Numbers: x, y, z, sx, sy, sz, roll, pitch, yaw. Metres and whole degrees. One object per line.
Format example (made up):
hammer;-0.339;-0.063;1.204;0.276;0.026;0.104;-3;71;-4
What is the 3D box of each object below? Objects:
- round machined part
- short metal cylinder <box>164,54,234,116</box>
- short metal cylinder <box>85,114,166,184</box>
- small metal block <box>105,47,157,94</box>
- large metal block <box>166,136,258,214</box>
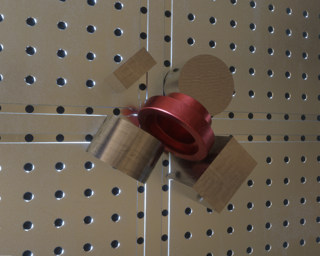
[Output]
round machined part;0.024;-0.006;0.384;0.098;0.098;0.042;43;64;-16
short metal cylinder;0.052;-0.055;0.419;0.081;0.050;0.079;0;90;-21
short metal cylinder;-0.040;0.026;0.369;0.080;0.080;0.050;33;79;-18
small metal block;-0.037;-0.071;0.386;0.050;0.050;0.025;-44;104;-15
large metal block;0.066;0.056;0.410;0.050;0.080;0.080;45;76;-15
